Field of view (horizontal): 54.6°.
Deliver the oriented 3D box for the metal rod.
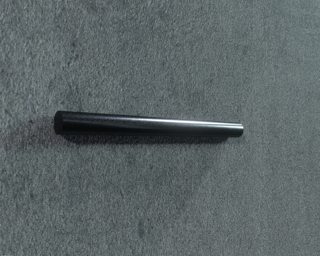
[{"bbox_3d":[0.011,-0.001,0.415,0.302,0.025,0.025,2,89,-40],"label":"metal rod"}]
